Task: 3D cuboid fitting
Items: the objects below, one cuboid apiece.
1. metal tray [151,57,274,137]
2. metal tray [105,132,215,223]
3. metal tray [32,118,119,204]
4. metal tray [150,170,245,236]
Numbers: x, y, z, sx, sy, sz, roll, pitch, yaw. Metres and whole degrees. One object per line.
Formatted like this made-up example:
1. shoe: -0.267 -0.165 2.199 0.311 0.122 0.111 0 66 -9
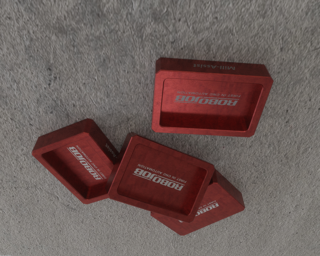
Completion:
1. metal tray: 0.058 -0.034 0.374 0.131 0.030 0.089 3 130 -3
2. metal tray: 0.001 0.070 0.431 0.131 0.030 0.090 23 90 -18
3. metal tray: -0.105 0.053 0.447 0.090 0.030 0.130 -20 128 16
4. metal tray: 0.060 0.126 0.512 0.130 0.030 0.090 -32 124 24
